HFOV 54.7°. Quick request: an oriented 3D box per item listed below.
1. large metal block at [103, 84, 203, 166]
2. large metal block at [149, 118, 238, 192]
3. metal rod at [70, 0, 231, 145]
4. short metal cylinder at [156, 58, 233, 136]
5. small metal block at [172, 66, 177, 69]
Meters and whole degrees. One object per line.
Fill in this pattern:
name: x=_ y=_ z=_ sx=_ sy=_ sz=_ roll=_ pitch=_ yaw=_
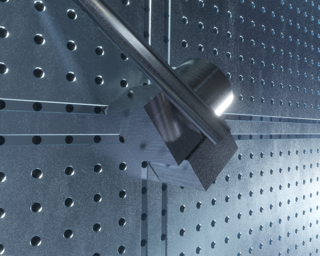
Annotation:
large metal block: x=-0.009 y=-0.005 z=0.369 sx=0.050 sy=0.080 sz=0.080 roll=-45 pitch=118 yaw=-31
large metal block: x=0.041 y=0.031 z=0.408 sx=0.080 sy=0.080 sz=0.050 roll=-45 pitch=118 yaw=-31
metal rod: x=-0.041 y=-0.096 z=0.308 sx=0.300 sy=0.025 sz=0.025 roll=45 pitch=61 yaw=-7
short metal cylinder: x=0.040 y=-0.037 z=0.375 sx=0.050 sy=0.080 sz=0.080 roll=-44 pitch=117 yaw=-31
small metal block: x=0.017 y=-0.049 z=0.426 sx=0.050 sy=0.025 sz=0.050 roll=-49 pitch=120 yaw=-29
